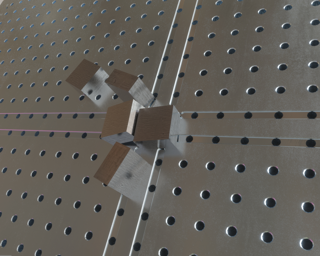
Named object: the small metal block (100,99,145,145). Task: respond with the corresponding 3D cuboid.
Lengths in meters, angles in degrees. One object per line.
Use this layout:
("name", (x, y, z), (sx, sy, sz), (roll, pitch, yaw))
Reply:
("small metal block", (-0.052, -0.007, 0.431), (0.050, 0.025, 0.050), (-14, 55, 36))

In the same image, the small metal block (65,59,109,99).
("small metal block", (-0.123, -0.084, 0.522), (0.050, 0.025, 0.050), (30, 78, 37))

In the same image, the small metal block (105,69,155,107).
("small metal block", (-0.043, -0.055, 0.447), (0.050, 0.050, 0.025), (25, 76, 36))

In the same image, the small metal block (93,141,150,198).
("small metal block", (-0.046, 0.052, 0.383), (0.025, 0.050, 0.050), (21, 73, 35))

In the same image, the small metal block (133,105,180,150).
("small metal block", (-0.004, -0.001, 0.409), (0.050, 0.025, 0.050), (-5, 59, 25))
